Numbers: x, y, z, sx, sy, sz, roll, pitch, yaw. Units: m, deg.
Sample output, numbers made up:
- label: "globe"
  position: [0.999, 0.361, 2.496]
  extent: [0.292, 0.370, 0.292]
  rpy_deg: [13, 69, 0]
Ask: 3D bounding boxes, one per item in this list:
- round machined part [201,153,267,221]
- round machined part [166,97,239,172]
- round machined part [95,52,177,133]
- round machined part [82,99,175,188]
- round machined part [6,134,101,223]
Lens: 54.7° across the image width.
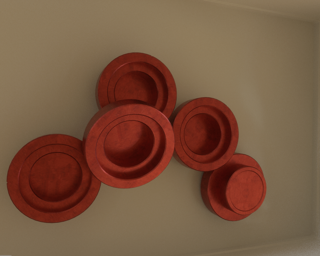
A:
- label: "round machined part"
  position: [0.111, 0.085, 0.442]
  extent: [0.099, 0.042, 0.097]
  rpy_deg: [-1, 93, -23]
- label: "round machined part"
  position: [0.054, 0.008, 0.423]
  extent: [0.099, 0.042, 0.097]
  rpy_deg: [0, 90, -20]
- label: "round machined part"
  position: [-0.032, -0.042, 0.390]
  extent: [0.099, 0.042, 0.097]
  rpy_deg: [0, 90, -21]
- label: "round machined part"
  position: [-0.036, 0.014, 0.346]
  extent: [0.099, 0.042, 0.097]
  rpy_deg: [-7, 112, -18]
- label: "round machined part"
  position: [-0.120, 0.055, 0.358]
  extent: [0.099, 0.042, 0.097]
  rpy_deg: [0, 90, -21]
